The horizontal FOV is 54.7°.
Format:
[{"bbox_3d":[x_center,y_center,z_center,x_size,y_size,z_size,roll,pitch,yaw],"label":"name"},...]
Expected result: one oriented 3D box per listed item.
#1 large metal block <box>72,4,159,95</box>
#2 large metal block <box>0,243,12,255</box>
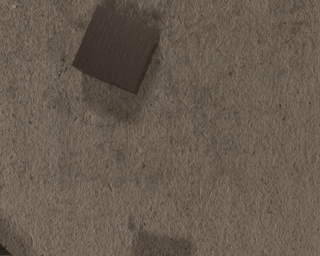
[{"bbox_3d":[-0.053,-0.097,0.397,0.080,0.050,0.080,23,90,-1],"label":"large metal block"},{"bbox_3d":[-0.232,0.198,0.395,0.080,0.050,0.080,-44,91,0],"label":"large metal block"}]
